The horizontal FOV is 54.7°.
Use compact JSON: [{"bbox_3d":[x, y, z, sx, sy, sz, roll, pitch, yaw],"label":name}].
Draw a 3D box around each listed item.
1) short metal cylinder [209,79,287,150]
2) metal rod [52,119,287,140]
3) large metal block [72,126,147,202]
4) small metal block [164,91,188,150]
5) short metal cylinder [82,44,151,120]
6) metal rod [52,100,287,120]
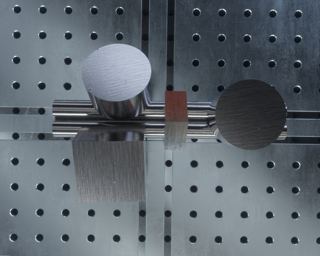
[{"bbox_3d":[0.102,-0.015,0.373,0.081,0.050,0.079,0,90,0],"label":"short metal cylinder"},{"bbox_3d":[0.013,0.002,0.410,0.302,0.025,0.025,1,90,0],"label":"metal rod"},{"bbox_3d":[-0.058,0.043,0.383,0.081,0.050,0.079,-1,110,0],"label":"large metal block"},{"bbox_3d":[0.018,-0.009,0.369,0.025,0.050,0.050,1,48,0],"label":"small metal block"},{"bbox_3d":[-0.051,-0.056,0.383,0.081,0.050,0.080,0,66,-1],"label":"short metal cylinder"},{"bbox_3d":[0.013,-0.023,0.410,0.302,0.025,0.025,1,90,0],"label":"metal rod"}]
